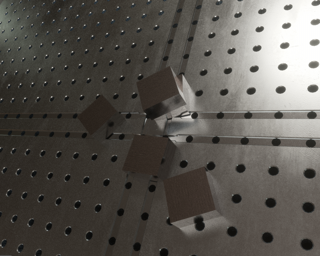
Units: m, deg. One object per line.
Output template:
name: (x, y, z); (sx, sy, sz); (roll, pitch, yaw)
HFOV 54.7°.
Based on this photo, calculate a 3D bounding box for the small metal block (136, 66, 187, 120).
small metal block: (0.001, -0.045, 0.402); (0.050, 0.025, 0.050); (-24, 53, 13)

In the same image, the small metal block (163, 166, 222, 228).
small metal block: (0.035, 0.077, 0.342); (0.050, 0.025, 0.050); (-21, 54, 15)

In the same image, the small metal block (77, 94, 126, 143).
small metal block: (-0.087, -0.014, 0.461); (0.050, 0.025, 0.050); (-43, 51, -2)

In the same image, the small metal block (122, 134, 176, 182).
small metal block: (-0.013, 0.038, 0.391); (0.050, 0.025, 0.050); (5, 64, 30)

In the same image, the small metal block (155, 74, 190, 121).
small metal block: (0.012, -0.041, 0.426); (0.050, 0.025, 0.050); (-12, 57, 21)
